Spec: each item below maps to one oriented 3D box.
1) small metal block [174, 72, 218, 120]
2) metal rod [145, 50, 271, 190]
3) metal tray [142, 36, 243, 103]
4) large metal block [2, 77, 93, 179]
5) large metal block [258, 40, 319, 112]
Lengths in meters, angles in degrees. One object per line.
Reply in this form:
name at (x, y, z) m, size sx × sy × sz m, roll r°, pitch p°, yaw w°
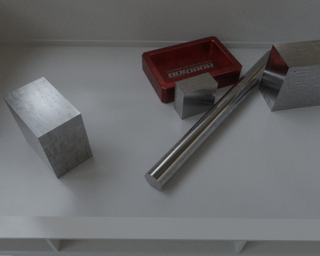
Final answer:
small metal block at (0.048, -0.044, 0.426) m, size 0.050 × 0.050 × 0.025 m, roll -19°, pitch 53°, yaw -16°
metal rod at (0.088, -0.027, 0.428) m, size 0.025 × 0.025 × 0.301 m, roll 32°, pitch 57°, yaw 24°
metal tray at (0.048, -0.094, 0.481) m, size 0.131 × 0.030 × 0.090 m, roll -17°, pitch 52°, yaw -15°
large metal block at (-0.130, 0.000, 0.368) m, size 0.050 × 0.080 × 0.080 m, roll -35°, pitch 59°, yaw -26°
large metal block at (0.195, -0.073, 0.433) m, size 0.081 × 0.080 × 0.050 m, roll -7°, pitch 51°, yaw -7°
